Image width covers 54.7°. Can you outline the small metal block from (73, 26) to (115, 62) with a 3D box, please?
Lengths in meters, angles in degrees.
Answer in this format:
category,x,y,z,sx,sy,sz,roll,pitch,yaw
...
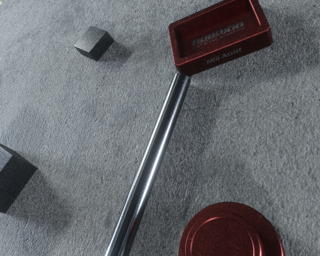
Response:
category,x,y,z,sx,sy,sz,roll,pitch,yaw
small metal block,-0.120,-0.153,0.561,0.050,0.025,0.050,29,77,37

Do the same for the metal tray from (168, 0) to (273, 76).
category,x,y,z,sx,sy,sz,roll,pitch,yaw
metal tray,0.081,-0.133,0.440,0.130,0.030,0.090,-19,54,17

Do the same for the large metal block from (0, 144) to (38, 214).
category,x,y,z,sx,sy,sz,roll,pitch,yaw
large metal block,-0.251,0.071,0.476,0.080,0.050,0.080,22,74,36

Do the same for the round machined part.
category,x,y,z,sx,sy,sz,roll,pitch,yaw
round machined part,0.062,0.116,0.289,0.098,0.042,0.098,-13,56,21

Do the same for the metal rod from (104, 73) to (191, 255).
category,x,y,z,sx,sy,sz,roll,pitch,yaw
metal rod,-0.018,0.062,0.375,0.025,0.025,0.300,7,65,31
